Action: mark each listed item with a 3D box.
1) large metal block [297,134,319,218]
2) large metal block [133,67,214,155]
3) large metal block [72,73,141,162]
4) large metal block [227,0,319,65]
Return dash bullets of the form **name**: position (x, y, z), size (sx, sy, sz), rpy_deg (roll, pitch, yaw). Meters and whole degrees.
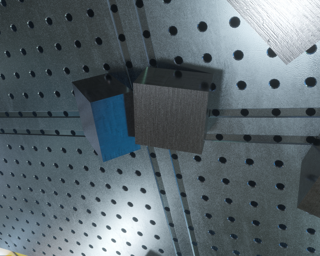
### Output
- **large metal block**: position (0.191, 0.055, 0.309), size (0.080, 0.080, 0.050), rpy_deg (24, 127, 13)
- **large metal block**: position (0.016, -0.021, 0.364), size (0.080, 0.050, 0.079), rpy_deg (8, 123, 11)
- **large metal block**: position (-0.069, -0.016, 0.395), size (0.080, 0.050, 0.079), rpy_deg (40, 142, 52)
- **large metal block**: position (0.117, -0.115, 0.262), size (0.080, 0.050, 0.080), rpy_deg (46, 129, -4)
